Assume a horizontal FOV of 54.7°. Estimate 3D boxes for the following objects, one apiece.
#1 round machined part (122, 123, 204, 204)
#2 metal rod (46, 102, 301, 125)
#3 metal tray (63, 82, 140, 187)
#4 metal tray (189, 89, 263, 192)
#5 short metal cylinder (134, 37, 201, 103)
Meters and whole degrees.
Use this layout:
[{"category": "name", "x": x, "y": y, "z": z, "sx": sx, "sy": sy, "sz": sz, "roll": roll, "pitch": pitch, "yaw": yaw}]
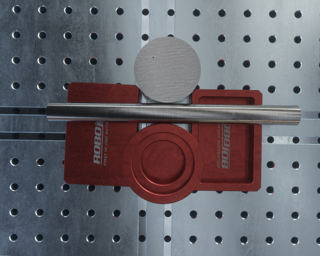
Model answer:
[{"category": "round machined part", "x": 0.004, "y": 0.043, "z": 0.392, "sx": 0.099, "sy": 0.042, "sz": 0.097, "roll": 0, "pitch": 90, "yaw": 0}, {"category": "metal rod", "x": 0.017, "y": -0.018, "z": 0.379, "sx": 0.302, "sy": 0.025, "sz": 0.025, "roll": 1, "pitch": 90, "yaw": -1}, {"category": "metal tray", "x": -0.074, "y": 0.008, "z": 0.405, "sx": 0.091, "sy": 0.030, "sz": 0.129, "roll": 3, "pitch": 90, "yaw": 0}, {"category": "metal tray", "x": 0.084, "y": 0.016, "z": 0.407, "sx": 0.091, "sy": 0.030, "sz": 0.129, "roll": 1, "pitch": 90, "yaw": 0}, {"category": "short metal cylinder", "x": 0.009, "y": -0.070, "z": 0.397, "sx": 0.081, "sy": 0.050, "sz": 0.079, "roll": 0, "pitch": 90, "yaw": 0}]
